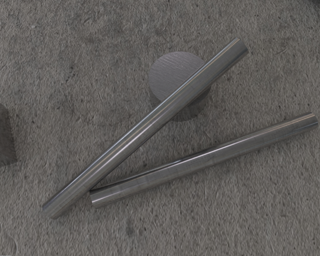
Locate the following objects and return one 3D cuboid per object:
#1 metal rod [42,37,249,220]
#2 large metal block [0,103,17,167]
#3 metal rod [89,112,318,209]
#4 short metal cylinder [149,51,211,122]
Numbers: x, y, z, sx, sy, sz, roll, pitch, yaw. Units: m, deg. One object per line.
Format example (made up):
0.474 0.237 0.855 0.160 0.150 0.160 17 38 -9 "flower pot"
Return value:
-0.019 0.002 0.367 0.300 0.025 0.025 -41 75 2 "metal rod"
-0.237 0.013 0.388 0.080 0.050 0.080 -17 71 -6 "large metal block"
0.060 0.038 0.394 0.302 0.025 0.025 -19 71 -7 "metal rod"
0.026 -0.054 0.415 0.081 0.050 0.080 0 70 0 "short metal cylinder"
